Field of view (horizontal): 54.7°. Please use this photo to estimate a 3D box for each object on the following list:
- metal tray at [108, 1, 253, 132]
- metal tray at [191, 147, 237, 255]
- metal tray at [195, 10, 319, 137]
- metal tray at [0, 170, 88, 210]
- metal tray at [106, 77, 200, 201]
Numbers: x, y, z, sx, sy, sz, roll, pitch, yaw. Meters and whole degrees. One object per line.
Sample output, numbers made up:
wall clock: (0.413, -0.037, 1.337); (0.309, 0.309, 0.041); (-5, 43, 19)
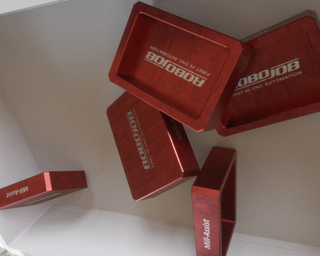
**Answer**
metal tray: (0.014, -0.064, 0.316); (0.130, 0.030, 0.089); (32, 108, 27)
metal tray: (0.072, 0.101, 0.390); (0.030, 0.090, 0.129); (7, 122, 24)
metal tray: (0.105, -0.049, 0.319); (0.130, 0.030, 0.090); (-18, 109, 35)
metal tray: (-0.200, 0.104, 0.518); (0.130, 0.090, 0.030); (-21, 75, 23)
metal tray: (-0.014, 0.013, 0.378); (0.090, 0.030, 0.130); (-36, 66, 38)
